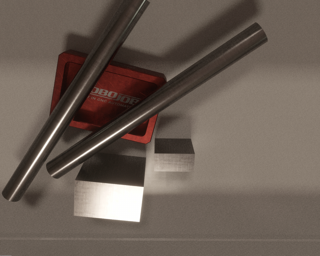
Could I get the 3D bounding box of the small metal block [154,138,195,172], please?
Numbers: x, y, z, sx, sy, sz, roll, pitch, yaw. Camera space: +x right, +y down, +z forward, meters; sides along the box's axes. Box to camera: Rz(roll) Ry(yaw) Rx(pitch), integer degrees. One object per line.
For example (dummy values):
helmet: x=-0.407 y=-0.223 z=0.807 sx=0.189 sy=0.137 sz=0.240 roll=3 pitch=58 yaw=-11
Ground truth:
small metal block: x=0.018 y=0.035 z=0.411 sx=0.050 sy=0.050 sz=0.025 roll=1 pitch=110 yaw=-1

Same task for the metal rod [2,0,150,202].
metal rod: x=-0.108 y=-0.026 z=0.367 sx=0.025 sy=0.025 sz=0.299 roll=34 pitch=106 yaw=-12

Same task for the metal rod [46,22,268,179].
metal rod: x=-0.012 y=-0.026 z=0.369 sx=0.300 sy=0.025 sz=0.025 roll=-33 pitch=107 yaw=11

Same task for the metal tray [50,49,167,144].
metal tray: x=-0.065 y=-0.039 z=0.393 sx=0.131 sy=0.030 sz=0.089 roll=14 pitch=109 yaw=-6

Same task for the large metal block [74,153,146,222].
large metal block: x=-0.062 y=0.074 z=0.409 sx=0.081 sy=0.080 sz=0.050 roll=6 pitch=110 yaw=-3
